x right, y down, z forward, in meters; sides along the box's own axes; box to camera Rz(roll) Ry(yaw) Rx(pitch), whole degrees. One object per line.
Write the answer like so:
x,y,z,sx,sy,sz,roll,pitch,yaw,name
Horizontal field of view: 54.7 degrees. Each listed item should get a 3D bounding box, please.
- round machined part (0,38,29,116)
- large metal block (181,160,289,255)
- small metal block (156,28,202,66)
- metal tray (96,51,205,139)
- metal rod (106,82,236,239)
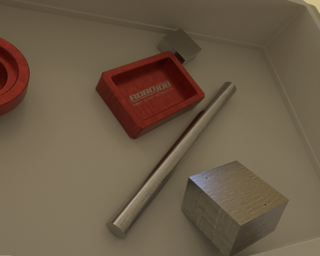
-0.191,-0.050,0.323,0.099,0.042,0.098,14,56,-21,round machined part
0.085,0.089,0.360,0.081,0.050,0.080,-13,36,-34,large metal block
0.032,-0.129,0.503,0.050,0.025,0.050,47,51,4,small metal block
-0.010,-0.050,0.429,0.131,0.030,0.090,-29,78,-38,metal tray
0.034,0.020,0.413,0.025,0.025,0.301,43,51,0,metal rod
